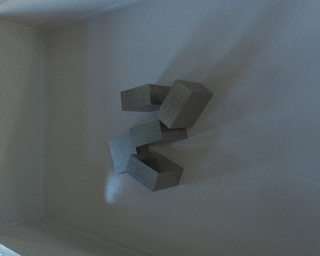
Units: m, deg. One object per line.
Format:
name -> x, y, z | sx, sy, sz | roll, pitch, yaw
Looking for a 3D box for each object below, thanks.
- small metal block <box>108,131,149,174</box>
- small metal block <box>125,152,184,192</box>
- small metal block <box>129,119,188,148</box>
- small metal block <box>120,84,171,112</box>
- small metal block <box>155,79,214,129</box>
small metal block -> -0.043, 0.035, 0.443 | 0.050, 0.025, 0.050 | -26, 74, 37
small metal block -> -0.007, 0.054, 0.396 | 0.050, 0.050, 0.025 | 28, 108, 36
small metal block -> -0.001, 0.007, 0.392 | 0.050, 0.050, 0.025 | -17, 79, 39
small metal block -> -0.015, -0.038, 0.403 | 0.050, 0.050, 0.025 | -9, 84, 39
small metal block -> 0.029, -0.027, 0.365 | 0.025, 0.050, 0.050 | 43, 116, 27
